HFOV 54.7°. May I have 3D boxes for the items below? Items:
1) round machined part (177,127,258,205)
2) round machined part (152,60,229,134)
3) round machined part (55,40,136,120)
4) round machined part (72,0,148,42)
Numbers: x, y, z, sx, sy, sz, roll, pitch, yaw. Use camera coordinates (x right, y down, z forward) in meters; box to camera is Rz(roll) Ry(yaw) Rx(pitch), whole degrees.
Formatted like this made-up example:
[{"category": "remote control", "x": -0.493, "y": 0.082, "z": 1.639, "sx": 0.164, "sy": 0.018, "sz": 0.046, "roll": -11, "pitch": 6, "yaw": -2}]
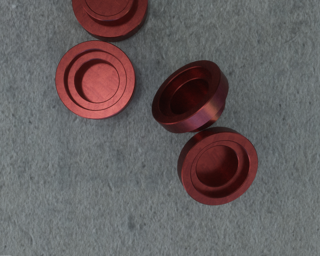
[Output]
[{"category": "round machined part", "x": 0.069, "y": 0.045, "z": 0.392, "sx": 0.099, "sy": 0.042, "sz": 0.097, "roll": -4, "pitch": 108, "yaw": -12}, {"category": "round machined part", "x": 0.041, "y": -0.034, "z": 0.384, "sx": 0.098, "sy": 0.098, "sz": 0.042, "roll": -47, "pitch": 126, "yaw": 0}, {"category": "round machined part", "x": -0.079, "y": -0.059, "z": 0.400, "sx": 0.099, "sy": 0.042, "sz": 0.097, "roll": 0, "pitch": 90, "yaw": -1}, {"category": "round machined part", "x": -0.065, "y": -0.165, "z": 0.401, "sx": 0.099, "sy": 0.042, "sz": 0.097, "roll": 0, "pitch": 90, "yaw": -1}]
